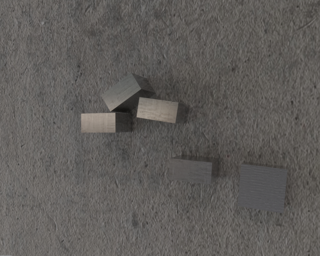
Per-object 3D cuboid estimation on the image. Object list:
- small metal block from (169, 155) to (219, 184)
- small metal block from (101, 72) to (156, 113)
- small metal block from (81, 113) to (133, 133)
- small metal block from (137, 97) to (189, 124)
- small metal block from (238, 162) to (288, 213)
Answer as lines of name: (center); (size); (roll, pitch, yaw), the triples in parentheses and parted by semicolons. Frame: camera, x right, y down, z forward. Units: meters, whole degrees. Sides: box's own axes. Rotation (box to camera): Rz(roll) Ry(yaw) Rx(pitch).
small metal block: (0.043, 0.050, 0.380); (0.050, 0.050, 0.025); (4, 92, 20)
small metal block: (-0.041, -0.045, 0.410); (0.050, 0.050, 0.025); (-34, 79, 17)
small metal block: (-0.071, -0.007, 0.421); (0.050, 0.050, 0.025); (0, 90, 20)
small metal block: (0.005, -0.022, 0.394); (0.050, 0.050, 0.025); (10, 94, 19)
small metal block: (0.121, 0.069, 0.366); (0.050, 0.025, 0.050); (5, 92, 20)
